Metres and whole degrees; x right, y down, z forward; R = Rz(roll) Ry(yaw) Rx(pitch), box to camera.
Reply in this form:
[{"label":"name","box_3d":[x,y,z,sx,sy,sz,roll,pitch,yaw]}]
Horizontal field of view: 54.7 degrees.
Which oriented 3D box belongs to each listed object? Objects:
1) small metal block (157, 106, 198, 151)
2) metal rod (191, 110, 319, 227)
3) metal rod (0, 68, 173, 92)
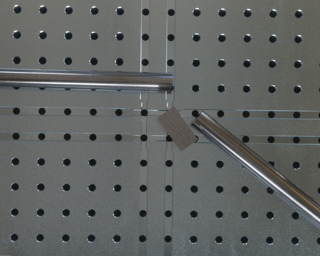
[{"label":"small metal block","box_3d":[0.021,0.001,0.401,0.025,0.050,0.050,-36,90,0]},{"label":"metal rod","box_3d":[0.167,0.080,0.414,0.300,0.025,0.025,39,90,0]},{"label":"metal rod","box_3d":[-0.134,-0.065,0.412,0.302,0.025,0.025,2,90,0]}]
